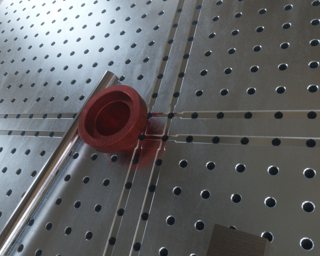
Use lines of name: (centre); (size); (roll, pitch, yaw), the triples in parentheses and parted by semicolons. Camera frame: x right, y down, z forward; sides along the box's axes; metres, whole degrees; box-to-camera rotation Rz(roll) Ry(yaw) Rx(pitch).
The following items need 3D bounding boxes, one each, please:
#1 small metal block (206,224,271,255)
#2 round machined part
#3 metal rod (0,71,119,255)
small metal block: (0.072, 0.125, 0.293); (0.050, 0.025, 0.050); (8, 65, 31)
round machined part: (-0.061, -0.009, 0.433); (0.098, 0.042, 0.098); (-13, 56, 20)
metal rod: (-0.148, 0.041, 0.457); (0.025, 0.025, 0.300); (18, 71, 34)
